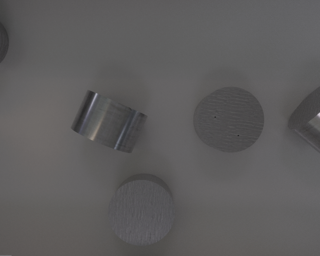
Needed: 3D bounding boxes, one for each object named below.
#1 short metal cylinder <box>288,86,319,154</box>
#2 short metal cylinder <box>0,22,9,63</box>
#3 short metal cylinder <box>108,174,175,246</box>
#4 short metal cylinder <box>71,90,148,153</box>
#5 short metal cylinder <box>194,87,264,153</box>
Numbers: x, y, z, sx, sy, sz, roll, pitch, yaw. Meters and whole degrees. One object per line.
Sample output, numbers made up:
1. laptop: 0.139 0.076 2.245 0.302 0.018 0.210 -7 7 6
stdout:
1. short metal cylinder: 0.209 -0.013 0.385 0.050 0.080 0.080 39 90 0
2. short metal cylinder: -0.246 -0.116 0.397 0.081 0.050 0.080 0 90 0
3. short metal cylinder: -0.022 0.102 0.399 0.081 0.050 0.080 0 90 0
4. short metal cylinder: -0.062 -0.008 0.383 0.080 0.080 0.050 24 90 0
5. short metal cylinder: 0.086 -0.010 0.399 0.081 0.050 0.080 0 90 0
